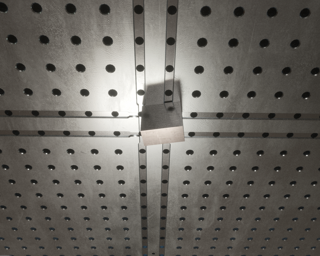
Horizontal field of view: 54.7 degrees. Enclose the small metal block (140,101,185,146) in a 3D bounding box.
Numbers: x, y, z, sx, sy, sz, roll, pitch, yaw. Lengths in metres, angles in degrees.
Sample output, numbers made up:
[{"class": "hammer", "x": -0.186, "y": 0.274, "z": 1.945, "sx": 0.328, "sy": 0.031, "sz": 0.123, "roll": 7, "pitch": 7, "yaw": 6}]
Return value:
[{"class": "small metal block", "x": 0.003, "y": -0.006, "z": 0.390, "sx": 0.050, "sy": 0.050, "sz": 0.025, "roll": -7, "pitch": 130, "yaw": 5}]
